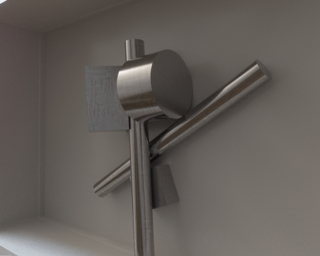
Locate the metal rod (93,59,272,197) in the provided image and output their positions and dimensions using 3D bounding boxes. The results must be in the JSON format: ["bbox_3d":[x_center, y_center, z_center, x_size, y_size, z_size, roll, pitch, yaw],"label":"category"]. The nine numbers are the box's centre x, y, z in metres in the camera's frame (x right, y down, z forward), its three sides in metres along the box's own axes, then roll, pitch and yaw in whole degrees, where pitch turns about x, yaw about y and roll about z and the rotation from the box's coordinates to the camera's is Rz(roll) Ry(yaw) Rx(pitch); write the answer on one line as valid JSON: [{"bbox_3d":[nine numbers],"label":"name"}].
[{"bbox_3d":[0.007,0.018,0.396,0.299,0.025,0.025,-38,67,33],"label":"metal rod"}]

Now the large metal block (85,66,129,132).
[{"bbox_3d":[-0.072,-0.036,0.420,0.080,0.050,0.080,165,102,-80],"label":"large metal block"}]

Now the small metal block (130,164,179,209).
[{"bbox_3d":[-0.008,0.080,0.410,0.050,0.025,0.050,-27,74,36],"label":"small metal block"}]

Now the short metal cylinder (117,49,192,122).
[{"bbox_3d":[-0.004,-0.048,0.370,0.050,0.081,0.080,-5,87,38],"label":"short metal cylinder"}]

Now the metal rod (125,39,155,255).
[{"bbox_3d":[-0.025,0.038,0.390,0.025,0.025,0.298,-6,85,39],"label":"metal rod"}]
